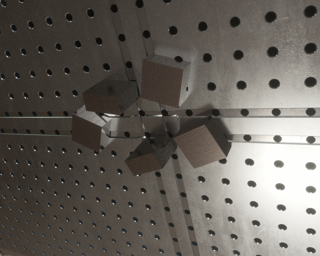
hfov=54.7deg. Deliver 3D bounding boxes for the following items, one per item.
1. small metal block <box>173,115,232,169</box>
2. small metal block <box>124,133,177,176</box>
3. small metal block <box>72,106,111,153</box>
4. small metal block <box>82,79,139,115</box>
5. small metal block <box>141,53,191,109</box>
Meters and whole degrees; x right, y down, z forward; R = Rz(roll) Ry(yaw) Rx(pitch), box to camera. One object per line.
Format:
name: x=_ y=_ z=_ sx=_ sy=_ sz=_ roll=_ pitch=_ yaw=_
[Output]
small metal block: x=0.054 y=0.019 z=0.394 sx=0.050 sy=0.025 sz=0.050 roll=-26 pitch=105 yaw=36
small metal block: x=-0.012 y=0.036 z=0.422 sx=0.050 sy=0.050 sz=0.025 roll=-20 pitch=108 yaw=35
small metal block: x=-0.104 y=0.003 z=0.465 sx=0.050 sy=0.025 sz=0.050 roll=23 pitch=127 yaw=13
small metal block: x=-0.063 y=-0.041 z=0.401 sx=0.050 sy=0.050 sz=0.025 roll=8 pitch=122 yaw=23
small metal block: x=0.006 y=-0.057 z=0.372 sx=0.050 sy=0.025 sz=0.050 roll=17 pitch=125 yaw=17
